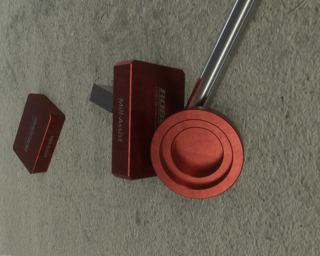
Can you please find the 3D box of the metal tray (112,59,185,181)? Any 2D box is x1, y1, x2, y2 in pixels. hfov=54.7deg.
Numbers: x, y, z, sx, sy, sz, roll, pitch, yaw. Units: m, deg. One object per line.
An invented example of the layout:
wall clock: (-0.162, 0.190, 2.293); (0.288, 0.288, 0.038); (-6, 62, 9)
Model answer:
metal tray: (-0.011, -0.009, 0.368); (0.030, 0.091, 0.129); (2, 92, 43)

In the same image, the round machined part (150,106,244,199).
round machined part: (0.042, 0.024, 0.342); (0.098, 0.042, 0.097); (3, 102, 15)

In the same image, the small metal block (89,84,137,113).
small metal block: (-0.062, -0.041, 0.438); (0.050, 0.050, 0.025); (28, 108, 36)

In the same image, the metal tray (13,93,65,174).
metal tray: (-0.234, 0.011, 0.591); (0.090, 0.030, 0.129); (38, 113, 33)

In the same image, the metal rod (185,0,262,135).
metal rod: (0.090, -0.127, 0.329); (0.025, 0.025, 0.298); (37, 112, 33)
